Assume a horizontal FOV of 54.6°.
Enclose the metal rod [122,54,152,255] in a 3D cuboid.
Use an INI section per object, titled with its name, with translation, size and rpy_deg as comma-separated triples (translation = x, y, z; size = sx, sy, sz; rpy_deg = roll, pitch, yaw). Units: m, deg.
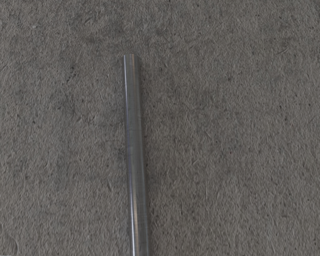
[metal rod]
translation = -0.030, 0.041, 0.393
size = 0.025, 0.025, 0.299
rpy_deg = -4, 70, -2
